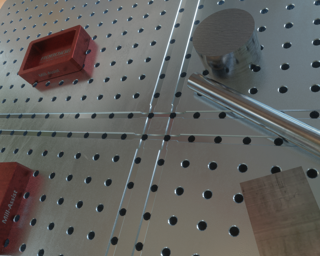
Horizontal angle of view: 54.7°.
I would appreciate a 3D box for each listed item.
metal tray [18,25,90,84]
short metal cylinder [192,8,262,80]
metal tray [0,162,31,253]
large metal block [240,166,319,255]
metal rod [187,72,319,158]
[{"bbox_3d":[-0.204,-0.141,0.598,0.130,0.030,0.090,-9,58,23],"label":"metal tray"},{"bbox_3d":[0.090,-0.111,0.413,0.080,0.050,0.080,-13,56,21],"label":"short metal cylinder"},{"bbox_3d":[-0.259,0.118,0.469,0.090,0.030,0.130,-5,59,25],"label":"metal tray"},{"bbox_3d":[0.110,0.089,0.260,0.050,0.080,0.080,-20,54,17],"label":"large metal block"},{"bbox_3d":[0.143,0.003,0.331,0.300,0.025,0.025,35,81,38],"label":"metal rod"}]
